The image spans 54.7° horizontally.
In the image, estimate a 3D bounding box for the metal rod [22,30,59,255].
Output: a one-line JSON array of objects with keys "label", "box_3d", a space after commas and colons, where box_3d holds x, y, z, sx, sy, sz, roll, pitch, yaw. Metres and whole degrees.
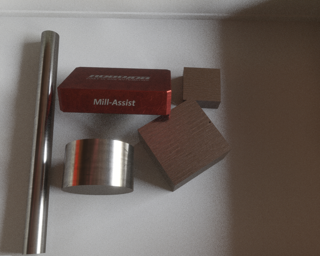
[{"label": "metal rod", "box_3d": [-0.153, 0.004, 0.406, 0.025, 0.025, 0.299, -3, 70, -2]}]

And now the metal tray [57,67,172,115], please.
[{"label": "metal tray", "box_3d": [-0.052, -0.050, 0.396, 0.131, 0.030, 0.090, 2, 27, 0]}]

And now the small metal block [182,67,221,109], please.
[{"label": "small metal block", "box_3d": [0.057, -0.055, 0.431, 0.050, 0.025, 0.050, 3, 70, 0]}]

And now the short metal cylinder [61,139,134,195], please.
[{"label": "short metal cylinder", "box_3d": [-0.071, 0.048, 0.362, 0.081, 0.080, 0.050, 0, 70, -1]}]

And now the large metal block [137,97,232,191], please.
[{"label": "large metal block", "box_3d": [0.029, 0.021, 0.389, 0.080, 0.050, 0.080, -31, 73, -11]}]
